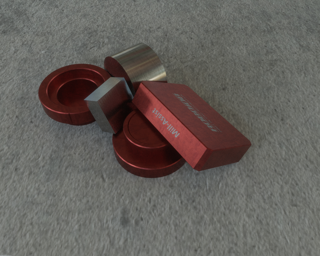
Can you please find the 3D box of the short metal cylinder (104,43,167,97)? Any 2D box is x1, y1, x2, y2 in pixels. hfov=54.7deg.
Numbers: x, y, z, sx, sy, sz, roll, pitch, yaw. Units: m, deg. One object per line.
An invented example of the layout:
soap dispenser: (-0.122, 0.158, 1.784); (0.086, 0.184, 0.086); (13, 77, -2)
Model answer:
short metal cylinder: (-0.034, -0.071, 0.429); (0.050, 0.080, 0.080); (-31, 57, -23)

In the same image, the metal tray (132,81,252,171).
metal tray: (0.037, -0.008, 0.380); (0.091, 0.030, 0.130); (-4, 41, -46)

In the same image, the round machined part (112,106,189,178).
round machined part: (-0.010, 0.010, 0.385); (0.099, 0.042, 0.098); (0, 50, 0)

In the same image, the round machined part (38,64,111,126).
round machined part: (-0.111, -0.041, 0.427); (0.099, 0.042, 0.098); (0, 50, 0)

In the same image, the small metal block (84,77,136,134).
small metal block: (-0.059, -0.029, 0.389); (0.025, 0.050, 0.050); (9, 45, 39)
